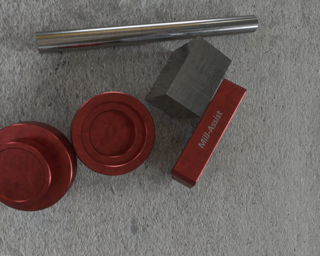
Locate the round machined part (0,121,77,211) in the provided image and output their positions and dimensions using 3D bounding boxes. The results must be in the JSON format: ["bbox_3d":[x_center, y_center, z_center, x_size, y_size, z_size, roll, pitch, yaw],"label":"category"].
[{"bbox_3d":[-0.143,0.044,0.329,0.099,0.042,0.097,0,100,1],"label":"round machined part"}]

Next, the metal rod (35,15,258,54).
[{"bbox_3d":[-0.002,-0.126,0.408,0.302,0.025,0.025,-12,94,-20],"label":"metal rod"}]

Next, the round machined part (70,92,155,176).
[{"bbox_3d":[-0.059,0.006,0.378,0.099,0.042,0.097,0,90,-20],"label":"round machined part"}]

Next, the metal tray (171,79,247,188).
[{"bbox_3d":[0.059,0.012,0.394,0.030,0.090,0.130,29,79,9],"label":"metal tray"}]

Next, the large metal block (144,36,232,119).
[{"bbox_3d":[0.032,-0.059,0.392,0.050,0.080,0.080,33,80,-17],"label":"large metal block"}]
